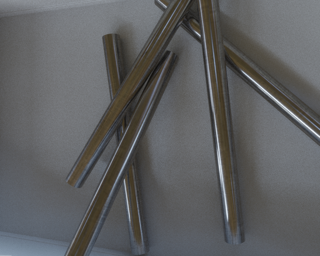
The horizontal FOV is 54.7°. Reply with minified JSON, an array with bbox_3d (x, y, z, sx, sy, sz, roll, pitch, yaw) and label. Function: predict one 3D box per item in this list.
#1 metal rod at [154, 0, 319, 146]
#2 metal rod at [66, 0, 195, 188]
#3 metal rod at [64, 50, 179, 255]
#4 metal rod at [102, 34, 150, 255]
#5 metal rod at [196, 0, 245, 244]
[{"bbox_3d":[0.105,-0.070,0.373,0.300,0.025,0.025,45,104,14],"label":"metal rod"},{"bbox_3d":[-0.039,-0.050,0.396,0.025,0.025,0.299,36,101,16],"label":"metal rod"},{"bbox_3d":[-0.046,0.038,0.370,0.025,0.025,0.299,19,75,19],"label":"metal rod"},{"bbox_3d":[-0.047,0.020,0.427,0.025,0.025,0.298,-9,87,20],"label":"metal rod"},{"bbox_3d":[0.072,-0.011,0.367,0.025,0.025,0.298,-6,94,20],"label":"metal rod"}]
